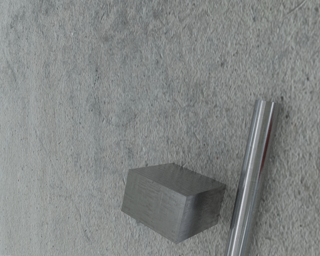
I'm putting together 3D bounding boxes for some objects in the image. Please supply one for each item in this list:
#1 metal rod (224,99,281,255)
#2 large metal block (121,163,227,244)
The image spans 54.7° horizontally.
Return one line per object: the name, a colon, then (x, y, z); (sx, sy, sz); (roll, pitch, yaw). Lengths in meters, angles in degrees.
metal rod: (0.086, 0.119, 0.333); (0.025, 0.025, 0.298); (15, 100, 38)
large metal block: (0.016, 0.080, 0.354); (0.080, 0.081, 0.050); (18, 102, 38)
